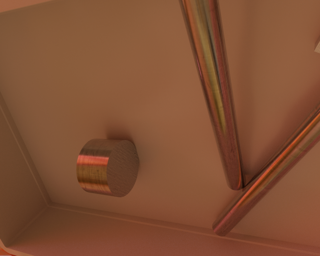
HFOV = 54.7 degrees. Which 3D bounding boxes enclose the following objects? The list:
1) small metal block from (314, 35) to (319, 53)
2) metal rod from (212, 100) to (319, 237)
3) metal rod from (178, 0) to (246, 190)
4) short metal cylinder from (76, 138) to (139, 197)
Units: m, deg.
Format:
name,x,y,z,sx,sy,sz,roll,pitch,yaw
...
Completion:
name,x,y,z,sx,sy,sz,roll,pitch,yaw
small metal block,0.171,-0.084,0.267,0.050,0.025,0.050,25,127,12
metal rod,0.131,0.046,0.351,0.025,0.025,0.298,31,133,8
metal rod,0.057,-0.017,0.287,0.025,0.025,0.299,7,147,24
short metal cylinder,-0.073,0.056,0.444,0.050,0.080,0.079,2,119,27
